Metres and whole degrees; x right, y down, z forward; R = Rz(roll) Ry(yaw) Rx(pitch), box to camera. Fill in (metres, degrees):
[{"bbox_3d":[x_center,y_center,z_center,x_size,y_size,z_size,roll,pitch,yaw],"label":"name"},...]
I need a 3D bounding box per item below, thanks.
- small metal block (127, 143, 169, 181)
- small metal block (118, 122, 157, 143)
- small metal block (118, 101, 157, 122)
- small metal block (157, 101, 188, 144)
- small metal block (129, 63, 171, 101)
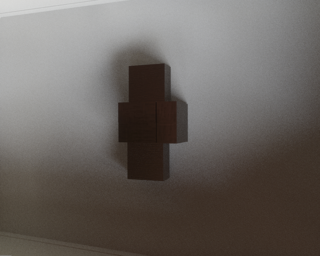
[{"bbox_3d":[-0.015,0.043,0.414,0.050,0.025,0.050,0,90,20],"label":"small metal block"},{"bbox_3d":[-0.020,0.005,0.402,0.050,0.050,0.025,0,90,20],"label":"small metal block"},{"bbox_3d":[-0.020,-0.020,0.402,0.050,0.050,0.025,0,90,20],"label":"small metal block"},{"bbox_3d":[0.016,-0.007,0.390,0.025,0.050,0.050,0,90,20],"label":"small metal block"},{"bbox_3d":[-0.013,-0.057,0.413,0.050,0.025,0.050,0,90,20],"label":"small metal block"}]
